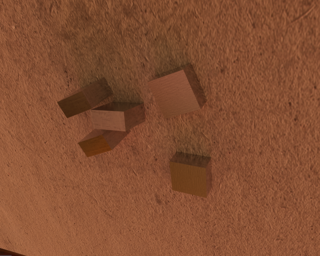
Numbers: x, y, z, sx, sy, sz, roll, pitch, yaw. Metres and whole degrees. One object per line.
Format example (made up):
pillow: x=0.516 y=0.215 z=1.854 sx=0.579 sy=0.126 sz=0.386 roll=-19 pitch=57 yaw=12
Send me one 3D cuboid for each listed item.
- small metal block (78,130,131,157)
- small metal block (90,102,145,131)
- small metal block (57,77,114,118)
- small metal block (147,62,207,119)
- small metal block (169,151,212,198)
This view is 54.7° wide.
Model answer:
small metal block: x=-0.079 y=0.013 z=0.440 sx=0.050 sy=0.050 sz=0.025 roll=-18 pitch=110 yaw=35
small metal block: x=-0.054 y=-0.016 z=0.407 sx=0.050 sy=0.050 sz=0.025 roll=4 pitch=108 yaw=26
small metal block: x=-0.100 y=-0.041 z=0.418 sx=0.050 sy=0.050 sz=0.025 roll=-16 pitch=110 yaw=34
small metal block: x=0.021 y=-0.044 z=0.369 sx=0.050 sy=0.025 sz=0.050 roll=-14 pitch=111 yaw=34
small metal block: x=0.043 y=0.063 z=0.423 sx=0.050 sy=0.025 sz=0.050 roll=8 pitch=122 yaw=24
